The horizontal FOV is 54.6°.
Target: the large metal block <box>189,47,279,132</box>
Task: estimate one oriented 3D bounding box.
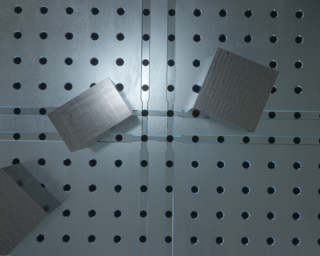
[{"bbox_3d":[0.093,-0.047,0.401,0.080,0.050,0.080,22,90,0],"label":"large metal block"}]

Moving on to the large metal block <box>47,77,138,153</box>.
[{"bbox_3d":[-0.078,-0.015,0.385,0.080,0.080,0.050,-32,90,0],"label":"large metal block"}]

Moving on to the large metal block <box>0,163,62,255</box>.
[{"bbox_3d":[-0.192,0.105,0.400,0.080,0.050,0.080,-45,90,0],"label":"large metal block"}]
